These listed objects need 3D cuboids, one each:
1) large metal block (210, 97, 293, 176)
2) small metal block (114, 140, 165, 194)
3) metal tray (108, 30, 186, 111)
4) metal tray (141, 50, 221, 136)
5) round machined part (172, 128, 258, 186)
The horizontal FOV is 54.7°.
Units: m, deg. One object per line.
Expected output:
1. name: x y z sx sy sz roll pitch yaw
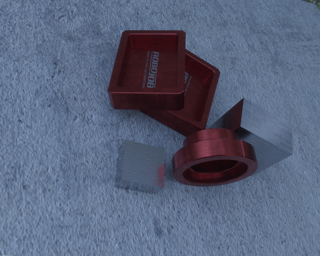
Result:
1. large metal block: 0.121 0.015 0.427 0.080 0.080 0.050 27 52 -12
2. small metal block: -0.023 0.046 0.364 0.050 0.025 0.050 15 56 -20
3. metal tray: -0.012 -0.081 0.411 0.091 0.030 0.130 1 50 4
4. metal tray: 0.033 -0.058 0.455 0.090 0.030 0.130 29 52 -10
5. round machined part: 0.063 0.034 0.372 0.099 0.097 0.042 10 57 -23
